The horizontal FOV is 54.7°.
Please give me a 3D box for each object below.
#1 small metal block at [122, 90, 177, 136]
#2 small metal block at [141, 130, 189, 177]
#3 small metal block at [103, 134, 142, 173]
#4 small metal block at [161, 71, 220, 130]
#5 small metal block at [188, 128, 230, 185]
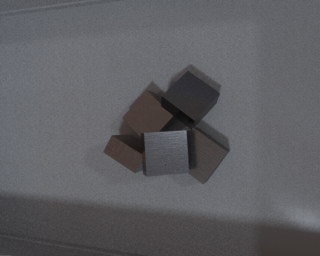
[{"bbox_3d":[-0.013,-0.014,0.411,0.050,0.025,0.050,45,104,14],"label":"small metal block"},{"bbox_3d":[0.005,0.029,0.368,0.050,0.025,0.050,-3,89,-13],"label":"small metal block"},{"bbox_3d":[-0.037,0.032,0.407,0.050,0.050,0.025,31,100,17],"label":"small metal block"},{"bbox_3d":[0.037,-0.035,0.383,0.050,0.025,0.050,39,69,15],"label":"small metal block"},{"bbox_3d":[0.051,0.034,0.390,0.050,0.025,0.050,37,101,16],"label":"small metal block"}]
